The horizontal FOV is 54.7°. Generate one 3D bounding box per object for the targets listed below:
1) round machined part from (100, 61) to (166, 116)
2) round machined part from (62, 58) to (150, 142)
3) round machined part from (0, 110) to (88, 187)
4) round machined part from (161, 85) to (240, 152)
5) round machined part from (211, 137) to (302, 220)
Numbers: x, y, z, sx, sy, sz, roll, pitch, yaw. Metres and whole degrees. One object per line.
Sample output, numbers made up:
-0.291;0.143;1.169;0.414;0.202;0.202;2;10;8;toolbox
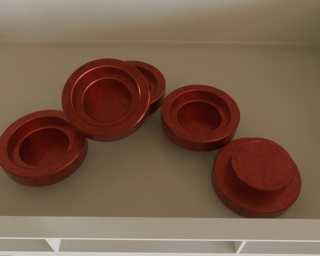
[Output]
-0.042;-0.047;0.433;0.099;0.042;0.098;0;50;0;round machined part
-0.061;-0.029;0.366;0.099;0.042;0.098;0;69;-1;round machined part
-0.135;0.028;0.369;0.099;0.042;0.098;0;50;0;round machined part
0.050;-0.008;0.402;0.099;0.042;0.098;0;50;0;round machined part
0.111;0.050;0.351;0.099;0.042;0.098;2;52;-2;round machined part
